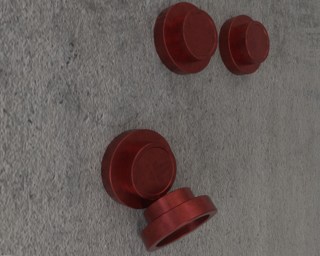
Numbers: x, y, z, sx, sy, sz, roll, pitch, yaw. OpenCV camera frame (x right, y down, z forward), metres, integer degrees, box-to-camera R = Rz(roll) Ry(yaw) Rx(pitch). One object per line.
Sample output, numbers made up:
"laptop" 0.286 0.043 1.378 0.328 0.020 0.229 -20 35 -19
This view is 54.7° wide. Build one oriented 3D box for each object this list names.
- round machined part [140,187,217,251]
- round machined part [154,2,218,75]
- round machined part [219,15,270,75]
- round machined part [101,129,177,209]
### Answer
"round machined part" 0.019 0.110 0.386 0.099 0.097 0.042 -8 56 -40
"round machined part" 0.042 -0.125 0.429 0.099 0.042 0.097 0 90 -40
"round machined part" 0.146 -0.139 0.515 0.099 0.042 0.097 0 90 -40
"round machined part" -0.018 0.050 0.378 0.099 0.042 0.097 0 90 -40
